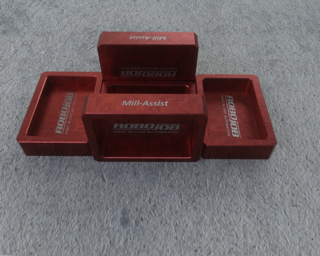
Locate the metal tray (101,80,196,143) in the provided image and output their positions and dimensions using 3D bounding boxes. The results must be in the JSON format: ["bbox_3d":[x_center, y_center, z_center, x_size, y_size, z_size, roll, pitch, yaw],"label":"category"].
[{"bbox_3d":[-0.016,-0.024,0.421,0.131,0.030,0.090,1,50,0],"label":"metal tray"}]

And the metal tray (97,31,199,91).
[{"bbox_3d":[-0.016,-0.089,0.437,0.131,0.089,0.030,0,50,-1],"label":"metal tray"}]

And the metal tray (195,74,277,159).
[{"bbox_3d":[0.095,-0.019,0.419,0.091,0.030,0.130,1,50,0],"label":"metal tray"}]

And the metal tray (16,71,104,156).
[{"bbox_3d":[-0.126,-0.023,0.419,0.091,0.030,0.130,1,50,0],"label":"metal tray"}]

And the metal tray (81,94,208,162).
[{"bbox_3d":[-0.016,0.002,0.358,0.131,0.089,0.030,0,50,0],"label":"metal tray"}]
